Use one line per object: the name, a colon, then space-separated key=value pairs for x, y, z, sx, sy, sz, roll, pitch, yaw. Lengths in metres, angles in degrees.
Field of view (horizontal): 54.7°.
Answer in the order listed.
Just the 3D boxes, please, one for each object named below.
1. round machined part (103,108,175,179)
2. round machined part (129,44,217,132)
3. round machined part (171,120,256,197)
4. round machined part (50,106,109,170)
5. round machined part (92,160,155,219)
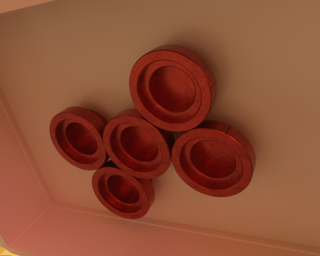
round machined part: x=-0.023 y=0.017 z=0.416 sx=0.098 sy=0.042 sz=0.097 roll=13 pitch=124 yaw=21
round machined part: x=0.018 y=-0.048 z=0.356 sx=0.098 sy=0.042 sz=0.097 roll=13 pitch=124 yaw=21
round machined part: x=0.067 y=0.033 z=0.379 sx=0.098 sy=0.042 sz=0.097 roll=13 pitch=124 yaw=21
round machined part: x=-0.111 y=0.011 z=0.460 sx=0.098 sy=0.042 sz=0.097 roll=13 pitch=124 yaw=21
round machined part: x=-0.052 y=0.088 z=0.476 sx=0.098 sy=0.042 sz=0.097 roll=13 pitch=124 yaw=21
